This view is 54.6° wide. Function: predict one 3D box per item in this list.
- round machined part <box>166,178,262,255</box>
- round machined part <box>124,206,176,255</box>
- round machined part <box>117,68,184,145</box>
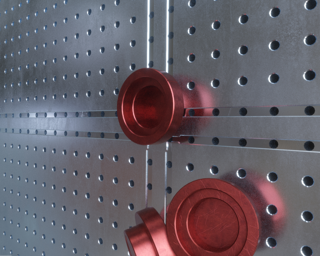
[{"bbox_3d":[0.060,0.104,0.338,0.098,0.042,0.098,-4,79,24],"label":"round machined part"},{"bbox_3d":[-0.013,0.150,0.379,0.098,0.042,0.098,162,90,-72],"label":"round machined part"},{"bbox_3d":[-0.008,-0.027,0.406,0.098,0.042,0.097,0,90,40],"label":"round machined part"}]
